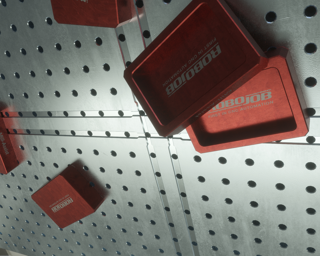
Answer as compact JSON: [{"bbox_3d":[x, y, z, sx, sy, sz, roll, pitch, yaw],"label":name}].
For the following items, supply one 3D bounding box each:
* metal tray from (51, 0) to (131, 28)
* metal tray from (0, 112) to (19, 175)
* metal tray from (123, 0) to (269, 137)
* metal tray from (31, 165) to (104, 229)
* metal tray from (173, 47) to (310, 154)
[{"bbox_3d":[-0.083,-0.181,0.338,0.090,0.030,0.129,11,123,21],"label":"metal tray"},{"bbox_3d":[-0.332,0.021,0.592,0.090,0.030,0.129,10,123,22],"label":"metal tray"},{"bbox_3d":[0.030,-0.061,0.320,0.130,0.030,0.090,-39,75,30],"label":"metal tray"},{"bbox_3d":[-0.176,0.132,0.580,0.130,0.030,0.090,-34,100,38],"label":"metal tray"},{"bbox_3d":[0.086,-0.025,0.346,0.130,0.030,0.090,-13,112,33],"label":"metal tray"}]
